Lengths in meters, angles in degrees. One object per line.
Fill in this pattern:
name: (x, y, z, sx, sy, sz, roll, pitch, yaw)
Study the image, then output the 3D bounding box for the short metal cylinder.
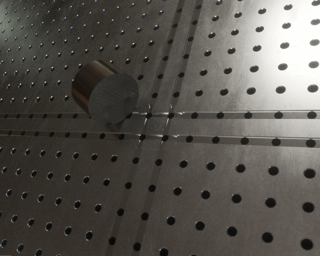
short metal cylinder: (-0.078, -0.051, 0.443, 0.080, 0.080, 0.050, -47, 52, -5)
